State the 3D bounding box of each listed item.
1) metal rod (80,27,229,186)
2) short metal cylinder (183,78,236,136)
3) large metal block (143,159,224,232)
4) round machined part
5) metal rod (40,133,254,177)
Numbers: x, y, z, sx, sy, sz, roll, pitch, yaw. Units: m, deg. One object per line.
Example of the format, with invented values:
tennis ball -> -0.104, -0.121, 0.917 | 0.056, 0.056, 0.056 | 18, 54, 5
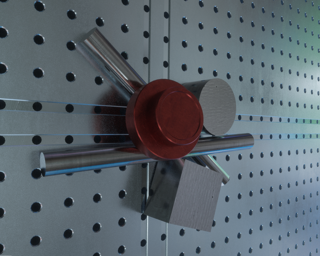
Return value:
metal rod -> 0.010, -0.010, 0.420 | 0.300, 0.025, 0.025 | 46, 62, -31
short metal cylinder -> 0.065, -0.029, 0.449 | 0.081, 0.050, 0.079 | 0, 90, -40
large metal block -> 0.034, 0.090, 0.421 | 0.080, 0.050, 0.080 | 26, 74, -38
round machined part -> 0.013, -0.011, 0.367 | 0.099, 0.042, 0.097 | 7, 78, -33
metal rod -> 0.008, 0.028, 0.394 | 0.303, 0.025, 0.025 | -4, 93, -33
